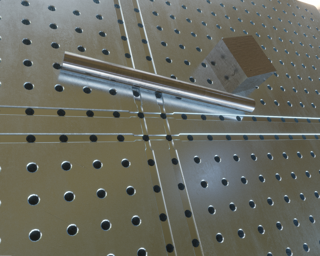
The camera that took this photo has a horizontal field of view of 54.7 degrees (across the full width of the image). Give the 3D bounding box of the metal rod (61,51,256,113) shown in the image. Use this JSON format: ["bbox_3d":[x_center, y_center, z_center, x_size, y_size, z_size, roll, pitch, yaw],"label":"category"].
[{"bbox_3d":[0.013,-0.061,0.454,0.302,0.025,0.025,10,57,-23],"label":"metal rod"}]

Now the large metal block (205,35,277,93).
[{"bbox_3d":[0.140,-0.111,0.538,0.081,0.050,0.080,-17,71,-35],"label":"large metal block"}]
